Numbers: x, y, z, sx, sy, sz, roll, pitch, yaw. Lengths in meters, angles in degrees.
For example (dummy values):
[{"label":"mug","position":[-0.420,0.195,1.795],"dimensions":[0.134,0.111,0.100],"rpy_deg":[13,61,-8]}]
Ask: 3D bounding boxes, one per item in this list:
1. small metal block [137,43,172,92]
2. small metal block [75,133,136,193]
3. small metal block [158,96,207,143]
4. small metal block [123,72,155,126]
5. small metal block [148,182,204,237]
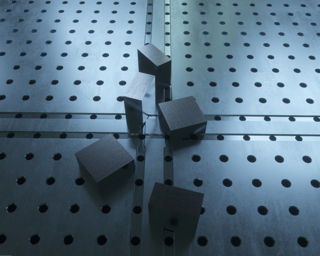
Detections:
[{"label":"small metal block","position":[-0.009,-0.091,0.468],"dimensions":[0.025,0.050,0.050],"rpy_deg":[-30,56,-23]},{"label":"small metal block","position":[-0.065,0.041,0.372],"dimensions":[0.050,0.025,0.050],"rpy_deg":[-31,57,-24]},{"label":"small metal block","position":[0.029,-0.013,0.419],"dimensions":[0.050,0.025,0.050],"rpy_deg":[-14,52,-12]},{"label":"small metal block","position":[-0.027,-0.040,0.425],"dimensions":[0.025,0.050,0.050],"rpy_deg":[15,52,12]},{"label":"small metal block","position":[0.016,0.085,0.320],"dimensions":[0.050,0.050,0.025],"rpy_deg":[12,51,9]}]
